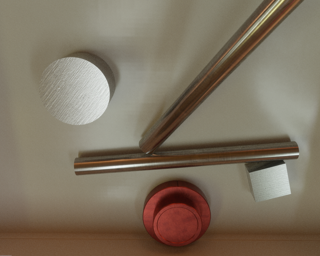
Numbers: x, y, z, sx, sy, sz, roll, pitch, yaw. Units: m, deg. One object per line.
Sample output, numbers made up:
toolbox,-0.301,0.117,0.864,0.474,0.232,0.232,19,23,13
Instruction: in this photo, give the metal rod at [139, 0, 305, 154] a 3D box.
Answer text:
metal rod,0.057,-0.056,0.322,0.025,0.025,0.298,32,133,-12

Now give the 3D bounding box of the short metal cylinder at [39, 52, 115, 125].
short metal cylinder,-0.098,-0.050,0.378,0.081,0.050,0.079,0,110,-1

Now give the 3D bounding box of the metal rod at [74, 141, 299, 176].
metal rod,0.035,0.042,0.427,0.302,0.025,0.025,-4,110,1

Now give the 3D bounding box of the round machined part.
round machined part,0.024,0.129,0.445,0.099,0.042,0.097,0,105,0

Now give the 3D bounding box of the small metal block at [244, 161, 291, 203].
small metal block,0.153,0.073,0.440,0.050,0.025,0.050,-16,110,5
